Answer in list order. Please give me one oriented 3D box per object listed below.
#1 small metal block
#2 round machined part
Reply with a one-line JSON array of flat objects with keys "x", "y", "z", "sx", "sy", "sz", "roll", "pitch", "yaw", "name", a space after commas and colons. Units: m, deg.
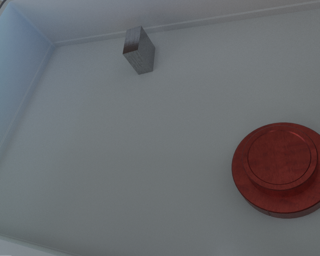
[{"x": -0.031, "y": -0.119, "z": 0.477, "sx": 0.025, "sy": 0.050, "sz": 0.050, "roll": -10, "pitch": 58, "yaw": 23, "name": "small metal block"}, {"x": 0.120, "y": 0.036, "z": 0.309, "sx": 0.098, "sy": 0.042, "sz": 0.098, "roll": -13, "pitch": 56, "yaw": 20, "name": "round machined part"}]
